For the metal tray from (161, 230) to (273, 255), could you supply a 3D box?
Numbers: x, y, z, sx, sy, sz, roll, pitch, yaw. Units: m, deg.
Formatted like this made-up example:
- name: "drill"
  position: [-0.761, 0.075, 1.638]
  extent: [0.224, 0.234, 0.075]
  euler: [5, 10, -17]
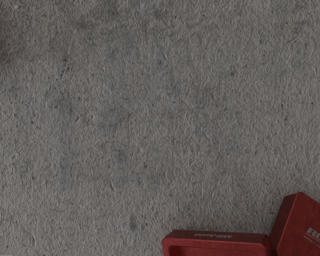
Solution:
- name: "metal tray"
  position: [0.071, 0.176, 0.377]
  extent: [0.130, 0.030, 0.089]
  euler: [-8, 90, 29]

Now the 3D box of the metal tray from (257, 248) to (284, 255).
- name: "metal tray"
  position: [0.181, 0.227, 0.408]
  extent: [0.131, 0.030, 0.090]
  euler: [22, 90, 0]

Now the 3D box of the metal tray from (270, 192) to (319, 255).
- name: "metal tray"
  position: [0.206, 0.153, 0.389]
  extent: [0.130, 0.030, 0.090]
  euler: [33, 63, 1]
